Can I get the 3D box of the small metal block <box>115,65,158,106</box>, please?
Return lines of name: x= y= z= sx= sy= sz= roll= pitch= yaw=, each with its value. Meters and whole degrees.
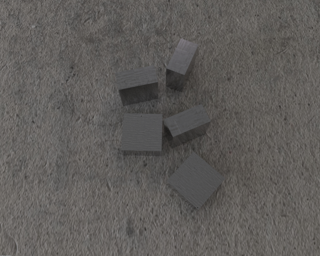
small metal block: x=-0.030 y=-0.056 z=0.415 sx=0.050 sy=0.050 sz=0.025 roll=-12 pitch=71 yaw=-5

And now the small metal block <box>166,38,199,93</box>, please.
small metal block: x=0.030 y=-0.085 z=0.426 sx=0.025 sy=0.050 sz=0.050 roll=22 pitch=72 yaw=8

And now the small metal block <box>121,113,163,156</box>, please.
small metal block: x=-0.022 y=0.009 z=0.405 sx=0.050 sy=0.025 sz=0.050 roll=1 pitch=70 yaw=0

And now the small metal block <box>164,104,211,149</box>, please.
small metal block: x=0.033 y=-0.001 z=0.395 sx=0.050 sy=0.050 sz=0.025 roll=-23 pitch=72 yaw=-8

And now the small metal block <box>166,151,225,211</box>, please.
small metal block: x=0.043 y=0.066 z=0.384 sx=0.050 sy=0.025 sz=0.050 roll=41 pitch=75 yaw=13
